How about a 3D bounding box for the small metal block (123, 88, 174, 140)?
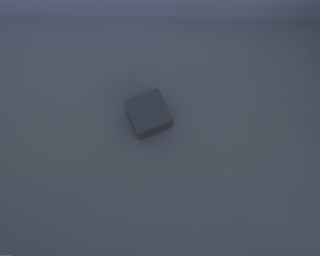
[{"bbox_3d":[-0.015,-0.019,0.413,0.050,0.025,0.050,-22,72,-8],"label":"small metal block"}]
